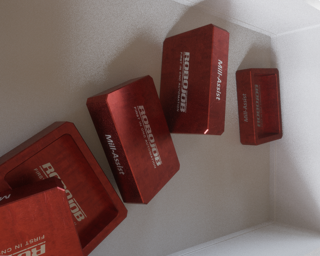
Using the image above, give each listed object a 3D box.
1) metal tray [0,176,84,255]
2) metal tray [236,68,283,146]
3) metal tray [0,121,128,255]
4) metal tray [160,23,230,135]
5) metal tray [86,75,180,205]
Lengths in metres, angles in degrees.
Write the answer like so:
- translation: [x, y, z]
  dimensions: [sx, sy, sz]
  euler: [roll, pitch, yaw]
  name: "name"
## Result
- translation: [-0.137, 0.105, 0.260]
  dimensions: [0.131, 0.030, 0.089]
  euler: [-17, 106, -22]
  name: "metal tray"
- translation: [0.178, -0.040, 0.552]
  dimensions: [0.091, 0.030, 0.129]
  euler: [-9, 96, -40]
  name: "metal tray"
- translation: [-0.100, 0.069, 0.319]
  dimensions: [0.090, 0.030, 0.130]
  euler: [-41, 115, -32]
  name: "metal tray"
- translation: [0.041, -0.057, 0.397]
  dimensions: [0.030, 0.090, 0.129]
  euler: [6, 86, -40]
  name: "metal tray"
- translation: [-0.025, 0.012, 0.366]
  dimensions: [0.091, 0.030, 0.129]
  euler: [-37, 114, -52]
  name: "metal tray"
